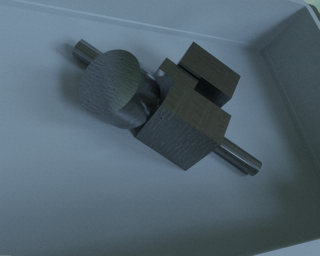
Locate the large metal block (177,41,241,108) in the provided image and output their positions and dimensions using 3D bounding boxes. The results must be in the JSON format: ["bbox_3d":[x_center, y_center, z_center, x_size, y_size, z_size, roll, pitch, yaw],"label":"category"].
[{"bbox_3d":[0.051,-0.058,0.435,0.080,0.080,0.050,35,51,-6],"label":"large metal block"}]

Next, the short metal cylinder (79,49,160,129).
[{"bbox_3d":[-0.047,-0.044,0.364,0.050,0.080,0.080,37,35,-59],"label":"short metal cylinder"}]

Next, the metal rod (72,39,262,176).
[{"bbox_3d":[0.014,-0.025,0.429,0.301,0.025,0.025,34,51,-6],"label":"metal rod"}]

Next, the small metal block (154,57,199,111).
[{"bbox_3d":[0.013,-0.054,0.400,0.050,0.050,0.025,35,51,-5],"label":"small metal block"}]

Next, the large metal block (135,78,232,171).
[{"bbox_3d":[0.027,-0.001,0.386,0.080,0.080,0.050,34,51,-6],"label":"large metal block"}]
